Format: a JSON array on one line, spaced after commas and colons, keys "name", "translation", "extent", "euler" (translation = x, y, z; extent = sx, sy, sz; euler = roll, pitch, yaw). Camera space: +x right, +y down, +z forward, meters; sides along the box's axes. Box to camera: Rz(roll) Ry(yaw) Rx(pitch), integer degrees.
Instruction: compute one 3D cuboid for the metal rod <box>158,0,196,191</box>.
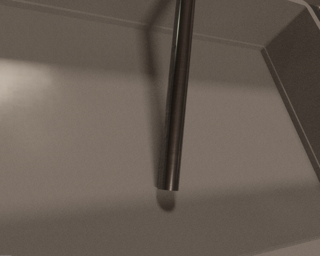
[{"name": "metal rod", "translation": [0.024, -0.073, 0.391], "extent": [0.025, 0.025, 0.298], "euler": [9, 81, -24]}]
